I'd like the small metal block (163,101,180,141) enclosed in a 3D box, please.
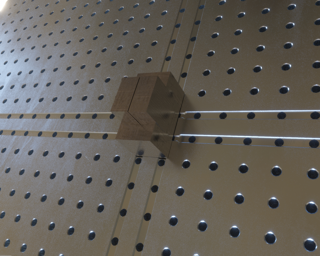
[{"bbox_3d":[-0.005,-0.012,0.419,0.050,0.025,0.050,1,62,30],"label":"small metal block"}]

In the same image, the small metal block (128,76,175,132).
[{"bbox_3d":[-0.009,-0.029,0.383,0.025,0.050,0.050,1,62,30],"label":"small metal block"}]

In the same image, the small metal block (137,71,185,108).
[{"bbox_3d":[-0.001,-0.051,0.424,0.050,0.050,0.025,2,63,29],"label":"small metal block"}]

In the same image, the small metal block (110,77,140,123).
[{"bbox_3d":[-0.032,-0.030,0.396,0.025,0.050,0.050,2,63,29],"label":"small metal block"}]

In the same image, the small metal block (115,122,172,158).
[{"bbox_3d":[-0.020,0.015,0.394,0.050,0.050,0.025,2,62,29],"label":"small metal block"}]
